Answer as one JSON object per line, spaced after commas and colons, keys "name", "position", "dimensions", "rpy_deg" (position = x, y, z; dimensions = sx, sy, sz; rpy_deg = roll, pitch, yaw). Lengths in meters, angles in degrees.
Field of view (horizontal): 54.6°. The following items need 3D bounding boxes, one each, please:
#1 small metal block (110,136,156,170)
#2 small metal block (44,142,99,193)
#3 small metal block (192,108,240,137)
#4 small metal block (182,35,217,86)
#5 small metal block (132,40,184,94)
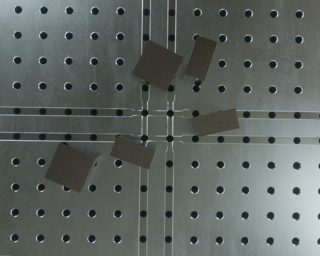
{"name": "small metal block", "position": [-0.033, 0.030, 0.401], "dimensions": [0.050, 0.050, 0.025], "rpy_deg": [20, 90, 0]}
{"name": "small metal block", "position": [-0.116, 0.051, 0.413], "dimensions": [0.050, 0.025, 0.050], "rpy_deg": [24, 90, 0]}
{"name": "small metal block", "position": [0.070, -0.007, 0.401], "dimensions": [0.050, 0.050, 0.025], "rpy_deg": [-12, 90, 0]}
{"name": "small metal block", "position": [0.050, -0.085, 0.401], "dimensions": [0.025, 0.050, 0.050], "rpy_deg": [18, 90, 0]}
{"name": "small metal block", "position": [-0.003, -0.081, 0.413], "dimensions": [0.050, 0.025, 0.050], "rpy_deg": [27, 90, 0]}
